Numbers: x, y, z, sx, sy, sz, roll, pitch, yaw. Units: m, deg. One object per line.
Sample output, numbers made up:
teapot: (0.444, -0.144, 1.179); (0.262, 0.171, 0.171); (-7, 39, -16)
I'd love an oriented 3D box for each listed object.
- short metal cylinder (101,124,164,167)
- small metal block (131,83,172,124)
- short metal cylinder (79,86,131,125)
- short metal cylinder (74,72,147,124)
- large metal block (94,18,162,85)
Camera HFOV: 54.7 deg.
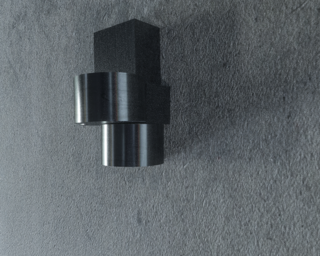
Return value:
short metal cylinder: (-0.035, 0.020, 0.401); (0.080, 0.081, 0.050); (0, 90, 40)
small metal block: (-0.010, -0.030, 0.401); (0.025, 0.050, 0.050); (1, 91, 40)
short metal cylinder: (-0.071, -0.030, 0.430); (0.080, 0.081, 0.050); (-3, 89, 40)
short metal cylinder: (-0.056, -0.031, 0.352); (0.080, 0.081, 0.050); (-3, 89, 40)
large metal block: (-0.045, -0.095, 0.429); (0.080, 0.050, 0.080); (-2, 89, 40)
